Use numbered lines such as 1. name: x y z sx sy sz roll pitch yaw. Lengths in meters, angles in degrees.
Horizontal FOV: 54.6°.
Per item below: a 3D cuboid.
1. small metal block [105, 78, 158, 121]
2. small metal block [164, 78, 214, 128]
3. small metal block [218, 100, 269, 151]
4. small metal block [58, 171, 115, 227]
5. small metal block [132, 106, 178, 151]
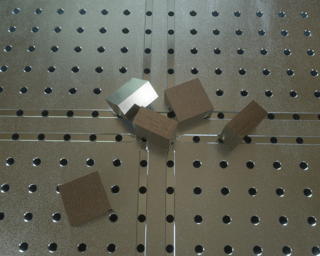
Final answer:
1. small metal block: -0.038 -0.040 0.411 0.050 0.050 0.025 -41 118 -13
2. small metal block: 0.039 -0.034 0.425 0.050 0.025 0.050 -21 72 -8
3. small metal block: 0.106 -0.002 0.400 0.050 0.050 0.025 -41 75 -13
4. small metal block: -0.090 0.087 0.380 0.050 0.025 0.050 -22 72 -8
5. small metal block: -0.006 0.002 0.398 0.050 0.050 0.025 24 72 8
